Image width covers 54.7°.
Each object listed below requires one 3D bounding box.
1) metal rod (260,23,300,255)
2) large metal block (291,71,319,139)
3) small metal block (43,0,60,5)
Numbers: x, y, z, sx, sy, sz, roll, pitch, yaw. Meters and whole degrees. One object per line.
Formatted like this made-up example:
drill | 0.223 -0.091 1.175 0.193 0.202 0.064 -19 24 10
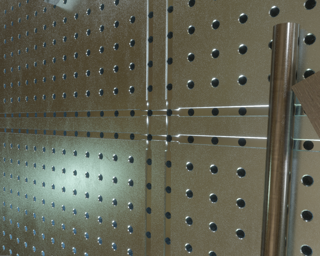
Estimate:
metal rod | 0.118 0.049 0.311 0.025 0.025 0.298 4 93 40
large metal block | 0.171 -0.018 0.252 0.080 0.050 0.080 -33 69 35
small metal block | -0.197 -0.266 0.572 0.050 0.025 0.050 -31 71 36
